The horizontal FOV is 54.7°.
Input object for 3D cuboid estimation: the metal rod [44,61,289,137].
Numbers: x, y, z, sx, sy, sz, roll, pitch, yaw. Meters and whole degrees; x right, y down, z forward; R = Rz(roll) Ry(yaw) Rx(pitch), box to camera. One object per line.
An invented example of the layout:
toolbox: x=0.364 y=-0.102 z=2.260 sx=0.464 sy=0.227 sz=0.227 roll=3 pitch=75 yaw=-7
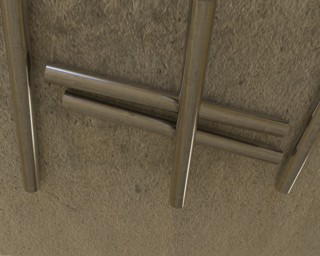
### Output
metal rod: x=0.017 y=-0.032 z=0.379 sx=0.302 sy=0.025 sz=0.025 roll=13 pitch=129 yaw=-11

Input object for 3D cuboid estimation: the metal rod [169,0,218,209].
metal rod: x=0.032 y=-0.003 z=0.370 sx=0.025 sy=0.025 sz=0.298 roll=2 pitch=130 yaw=-2

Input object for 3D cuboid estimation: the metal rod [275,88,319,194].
metal rod: x=0.203 y=-0.020 z=0.391 sx=0.025 sy=0.025 sz=0.298 roll=3 pitch=130 yaw=-2

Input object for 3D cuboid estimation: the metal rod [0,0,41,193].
metal rod: x=-0.169 y=-0.021 z=0.387 sx=0.025 sy=0.025 sz=0.298 roll=9 pitch=130 yaw=-8

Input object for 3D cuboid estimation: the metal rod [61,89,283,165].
metal rod: x=0.026 y=0.003 z=0.409 sx=0.302 sy=0.025 sz=0.025 roll=15 pitch=129 yaw=-13
